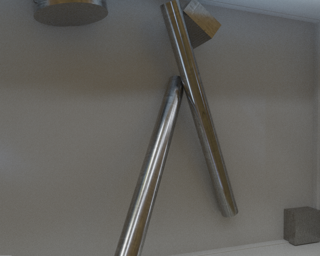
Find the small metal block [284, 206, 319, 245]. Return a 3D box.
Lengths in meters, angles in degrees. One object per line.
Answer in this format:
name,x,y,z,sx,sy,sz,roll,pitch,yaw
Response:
small metal block,0.228,0.156,0.497,0.050,0.025,0.050,0,90,-21

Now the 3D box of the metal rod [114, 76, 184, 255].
metal rod,-0.012,0.059,0.343,0.025,0.025,0.300,28,56,-18

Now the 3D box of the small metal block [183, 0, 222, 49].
small metal block,0.045,-0.138,0.414,0.050,0.050,0.025,39,74,-16

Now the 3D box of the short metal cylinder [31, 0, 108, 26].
short metal cylinder,-0.102,-0.150,0.344,0.081,0.080,0.050,-9,94,-20

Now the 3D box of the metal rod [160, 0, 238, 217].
metal rod,0.057,-0.015,0.413,0.025,0.025,0.298,-23,105,-19
